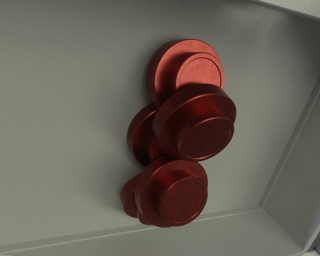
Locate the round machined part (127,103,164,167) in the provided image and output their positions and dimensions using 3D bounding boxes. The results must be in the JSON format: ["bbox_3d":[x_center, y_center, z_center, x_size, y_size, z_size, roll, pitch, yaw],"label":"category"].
[{"bbox_3d":[0.010,0.015,0.410,0.099,0.042,0.097,-14,123,-21],"label":"round machined part"}]

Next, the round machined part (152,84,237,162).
[{"bbox_3d":[0.044,0.001,0.354,0.099,0.042,0.097,-15,137,-15],"label":"round machined part"}]

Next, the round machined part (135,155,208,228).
[{"bbox_3d":[0.021,0.084,0.393,0.099,0.042,0.097,-10,112,-26],"label":"round machined part"}]

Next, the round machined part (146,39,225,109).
[{"bbox_3d":[0.037,-0.056,0.367,0.099,0.042,0.097,-7,106,-27],"label":"round machined part"}]

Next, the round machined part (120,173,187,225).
[{"bbox_3d":[-0.003,0.101,0.439,0.099,0.042,0.097,-15,139,-13],"label":"round machined part"}]
